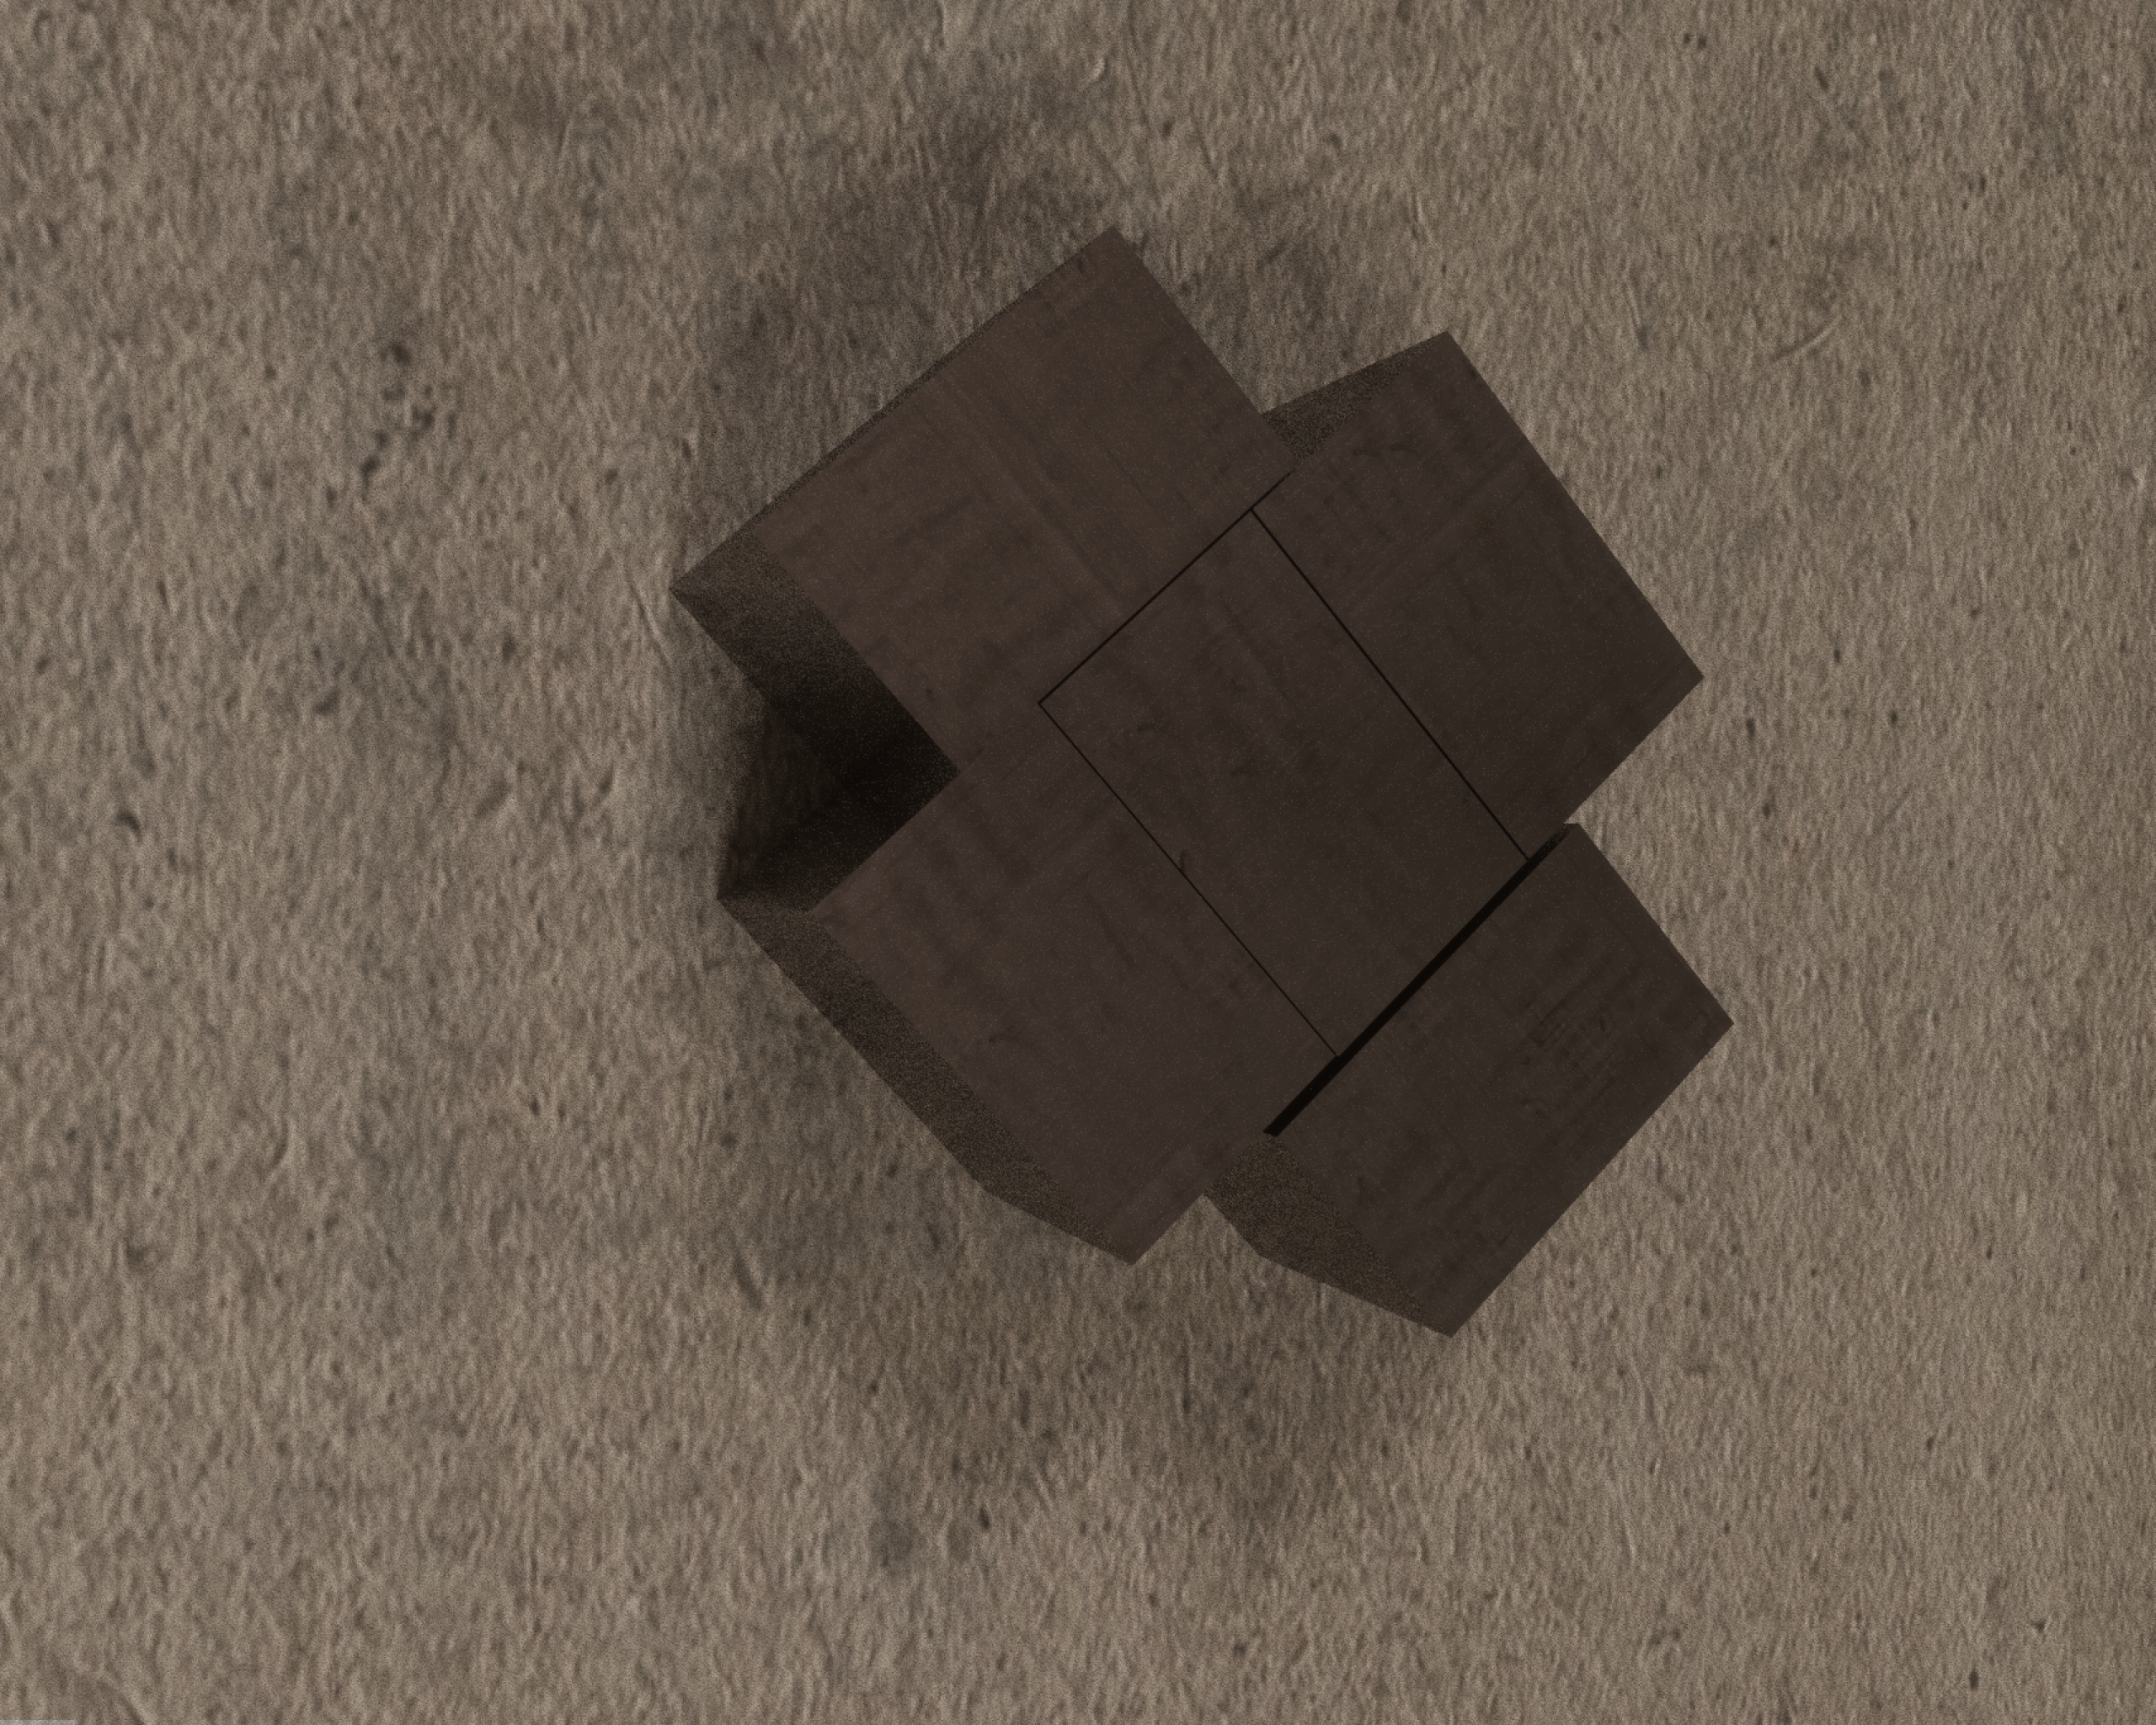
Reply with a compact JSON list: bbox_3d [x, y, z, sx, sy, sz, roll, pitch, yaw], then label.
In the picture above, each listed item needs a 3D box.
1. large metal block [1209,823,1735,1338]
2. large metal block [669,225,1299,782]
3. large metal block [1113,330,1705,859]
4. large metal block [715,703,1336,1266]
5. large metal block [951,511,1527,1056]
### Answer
[{"bbox_3d":[0.064,0.038,0.406,0.080,0.080,0.050,-44,104,-15],"label":"large metal block"},{"bbox_3d":[-0.020,-0.060,0.375,0.080,0.080,0.050,-44,104,-15],"label":"large metal block"},{"bbox_3d":[0.058,-0.047,0.404,0.050,0.080,0.080,-44,104,-15],"label":"large metal block"},{"bbox_3d":[-0.013,0.020,0.378,0.050,0.080,0.080,-44,104,-15],"label":"large metal block"},{"bbox_3d":[0.023,-0.013,0.391,0.050,0.080,0.080,-44,104,-15],"label":"large metal block"}]
